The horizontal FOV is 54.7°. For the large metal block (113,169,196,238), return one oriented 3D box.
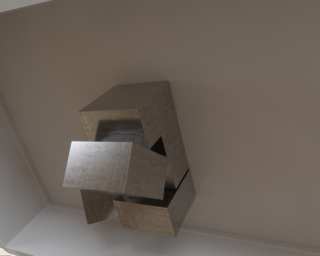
[{"bbox_3d":[-0.005,0.098,0.432,0.080,0.080,0.050,1,119,27],"label":"large metal block"}]

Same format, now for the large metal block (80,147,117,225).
[{"bbox_3d":[-0.092,0.079,0.456,0.050,0.080,0.079,-11,123,-15],"label":"large metal block"}]

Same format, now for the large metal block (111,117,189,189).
[{"bbox_3d":[-0.014,0.032,0.419,0.080,0.050,0.080,-1,118,28],"label":"large metal block"}]

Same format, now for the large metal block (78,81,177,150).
[{"bbox_3d":[-0.036,-0.016,0.378,0.080,0.080,0.050,-1,118,28],"label":"large metal block"}]

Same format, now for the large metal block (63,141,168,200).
[{"bbox_3d":[-0.047,0.049,0.352,0.080,0.080,0.050,-1,73,28],"label":"large metal block"}]
